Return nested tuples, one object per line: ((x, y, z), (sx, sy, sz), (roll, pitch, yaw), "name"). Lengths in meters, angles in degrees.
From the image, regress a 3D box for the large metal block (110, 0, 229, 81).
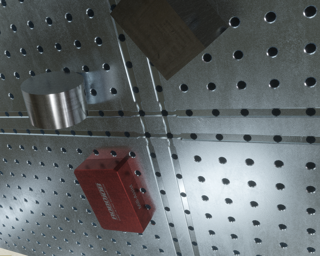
((0.013, -0.105, 0.303), (0.080, 0.080, 0.050), (49, 128, -7), "large metal block")

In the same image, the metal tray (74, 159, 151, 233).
((-0.078, 0.114, 0.518), (0.090, 0.030, 0.129), (-6, 116, 30), "metal tray")

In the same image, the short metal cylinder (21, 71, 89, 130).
((-0.142, -0.040, 0.423), (0.080, 0.080, 0.050), (12, 124, 21), "short metal cylinder")
